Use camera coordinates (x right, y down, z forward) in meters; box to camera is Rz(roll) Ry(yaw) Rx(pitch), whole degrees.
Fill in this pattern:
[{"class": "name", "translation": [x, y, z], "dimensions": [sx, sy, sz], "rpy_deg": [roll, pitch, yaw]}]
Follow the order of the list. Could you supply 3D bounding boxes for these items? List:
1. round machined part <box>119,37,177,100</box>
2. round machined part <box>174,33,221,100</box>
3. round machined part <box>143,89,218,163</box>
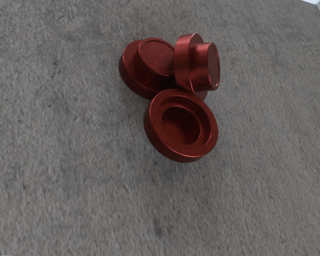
[{"class": "round machined part", "translation": [-0.006, -0.091, 0.447], "dimensions": [0.099, 0.042, 0.098], "rpy_deg": [14, 56, -21]}, {"class": "round machined part", "translation": [0.058, -0.086, 0.444], "dimensions": [0.098, 0.042, 0.097], "rpy_deg": [-2, 90, -65]}, {"class": "round machined part", "translation": [0.024, 0.001, 0.406], "dimensions": [0.099, 0.042, 0.098], "rpy_deg": [13, 57, -21]}]
